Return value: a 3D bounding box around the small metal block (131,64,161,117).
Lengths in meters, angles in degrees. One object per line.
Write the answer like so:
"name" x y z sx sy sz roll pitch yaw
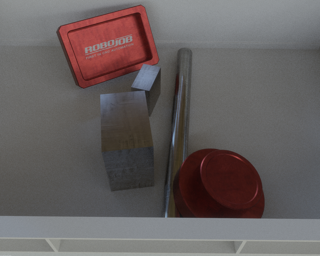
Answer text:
"small metal block" -0.018 -0.053 0.433 0.025 0.050 0.050 13 51 10

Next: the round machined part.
"round machined part" 0.067 0.062 0.326 0.099 0.042 0.098 11 51 -13

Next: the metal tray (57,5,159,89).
"metal tray" -0.075 -0.122 0.463 0.131 0.089 0.030 -23 20 -18

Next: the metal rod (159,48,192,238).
"metal rod" 0.026 -0.007 0.411 0.025 0.025 0.300 4 50 3

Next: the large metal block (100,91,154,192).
"large metal block" -0.037 0.015 0.356 0.050 0.080 0.080 -6 50 -5
